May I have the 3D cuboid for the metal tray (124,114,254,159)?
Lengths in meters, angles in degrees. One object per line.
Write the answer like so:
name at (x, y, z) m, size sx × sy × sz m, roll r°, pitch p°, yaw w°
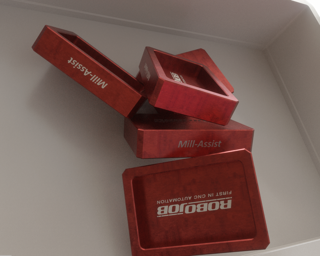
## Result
metal tray at (0.029, 0.006, 0.362) m, size 0.131 × 0.090 × 0.030 m, roll 0°, pitch 103°, yaw -16°

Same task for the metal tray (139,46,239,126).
metal tray at (0.027, -0.055, 0.368) m, size 0.091 × 0.030 × 0.130 m, roll 14°, pitch 25°, yaw -17°

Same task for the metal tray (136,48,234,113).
metal tray at (0.040, -0.066, 0.464) m, size 0.131 × 0.030 × 0.090 m, roll -24°, pitch 75°, yaw -37°

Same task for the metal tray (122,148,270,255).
metal tray at (0.032, 0.076, 0.307) m, size 0.030 × 0.130 × 0.090 m, roll 26°, pitch 54°, yaw -71°

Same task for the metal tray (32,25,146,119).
metal tray at (-0.073, -0.067, 0.371) m, size 0.130 × 0.030 × 0.090 m, roll 36°, pitch 12°, yaw -4°
